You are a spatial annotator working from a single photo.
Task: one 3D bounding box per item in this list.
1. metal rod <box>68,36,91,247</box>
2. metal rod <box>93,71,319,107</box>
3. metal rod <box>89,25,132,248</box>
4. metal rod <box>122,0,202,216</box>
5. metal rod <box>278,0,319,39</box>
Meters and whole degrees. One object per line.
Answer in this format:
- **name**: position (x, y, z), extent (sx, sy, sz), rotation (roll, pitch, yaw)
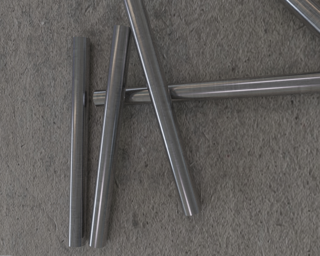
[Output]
- **metal rod**: position (-0.117, 0.020, 0.450), extent (0.025, 0.025, 0.298), rotation (2, 91, 20)
- **metal rod**: position (0.054, -0.047, 0.389), extent (0.301, 0.025, 0.025), rotation (-2, 89, 19)
- **metal rod**: position (-0.067, 0.019, 0.413), extent (0.025, 0.025, 0.298), rotation (12, 101, 19)
- **metal rod**: position (0.001, -0.037, 0.382), extent (0.025, 0.025, 0.298), rotation (-14, 95, 19)
- **metal rod**: position (0.151, -0.151, 0.355), extent (0.025, 0.025, 0.300), rotation (-43, 77, 15)
